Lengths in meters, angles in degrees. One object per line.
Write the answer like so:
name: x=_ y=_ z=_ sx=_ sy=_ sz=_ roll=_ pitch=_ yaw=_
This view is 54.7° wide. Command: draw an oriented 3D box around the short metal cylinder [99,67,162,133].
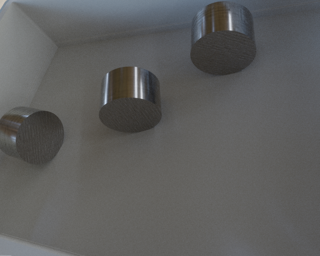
short metal cylinder: x=-0.039 y=-0.036 z=0.413 sx=0.080 sy=0.080 sz=0.050 roll=-16 pitch=56 yaw=19

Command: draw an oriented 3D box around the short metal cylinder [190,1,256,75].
short metal cylinder: x=0.080 y=-0.113 z=0.398 sx=0.080 sy=0.080 sz=0.050 roll=-9 pitch=58 yaw=23

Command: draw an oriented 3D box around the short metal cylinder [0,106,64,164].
short metal cylinder: x=-0.194 y=0.010 z=0.466 sx=0.050 sy=0.080 sz=0.080 roll=11 pitch=68 yaw=33
